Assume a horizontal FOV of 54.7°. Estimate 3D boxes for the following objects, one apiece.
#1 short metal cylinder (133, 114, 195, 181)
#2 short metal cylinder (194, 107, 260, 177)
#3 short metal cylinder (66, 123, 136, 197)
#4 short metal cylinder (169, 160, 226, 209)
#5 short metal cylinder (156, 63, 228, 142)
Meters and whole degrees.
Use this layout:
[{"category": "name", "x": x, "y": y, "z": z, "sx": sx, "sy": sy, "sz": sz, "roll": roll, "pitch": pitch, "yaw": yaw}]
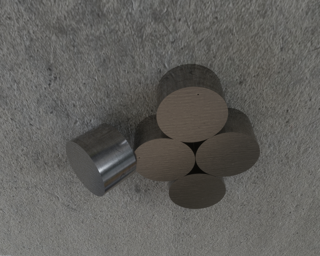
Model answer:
[{"category": "short metal cylinder", "x": 0.005, "y": 0.026, "z": 0.415, "sx": 0.081, "sy": 0.050, "sz": 0.079, "roll": 0, "pitch": 130, "yaw": 0}, {"category": "short metal cylinder", "x": 0.085, "y": 0.019, "z": 0.409, "sx": 0.081, "sy": 0.050, "sz": 0.079, "roll": 0, "pitch": 130, "yaw": 0}, {"category": "short metal cylinder", "x": -0.076, "y": 0.040, "z": 0.399, "sx": 0.080, "sy": 0.050, "sz": 0.079, "roll": 31, "pitch": 138, "yaw": 33}, {"category": "short metal cylinder", "x": 0.053, "y": 0.075, "z": 0.456, "sx": 0.081, "sy": 0.050, "sz": 0.079, "roll": 0, "pitch": 130, "yaw": 0}, {"category": "short metal cylinder", "x": 0.036, "y": -0.029, "z": 0.368, "sx": 0.081, "sy": 0.050, "sz": 0.079, "roll": 0, "pitch": 130, "yaw": 0}]
